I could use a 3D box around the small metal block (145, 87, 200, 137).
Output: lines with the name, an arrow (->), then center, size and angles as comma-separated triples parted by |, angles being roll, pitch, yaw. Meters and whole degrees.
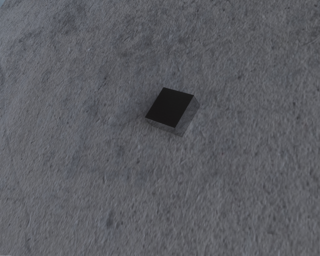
small metal block -> 0.017, -0.022, 0.409 | 0.050, 0.025, 0.050 | 20, 72, 35
